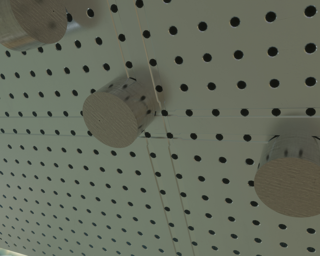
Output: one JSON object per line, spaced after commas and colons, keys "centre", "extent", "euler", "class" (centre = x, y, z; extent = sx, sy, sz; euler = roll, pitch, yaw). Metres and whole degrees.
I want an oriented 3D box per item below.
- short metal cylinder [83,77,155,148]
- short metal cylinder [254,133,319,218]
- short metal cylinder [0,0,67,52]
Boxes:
{"centre": [-0.054, -0.020, 0.409], "extent": [0.080, 0.050, 0.079], "euler": [13, 124, 20], "class": "short metal cylinder"}
{"centre": [0.151, 0.053, 0.348], "extent": [0.080, 0.050, 0.079], "euler": [13, 124, 20], "class": "short metal cylinder"}
{"centre": [-0.160, -0.137, 0.373], "extent": [0.050, 0.080, 0.080], "euler": [-5, 116, 30], "class": "short metal cylinder"}
